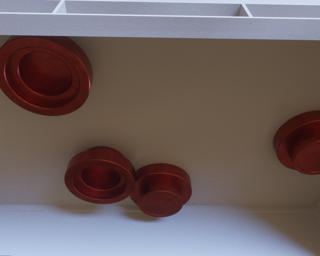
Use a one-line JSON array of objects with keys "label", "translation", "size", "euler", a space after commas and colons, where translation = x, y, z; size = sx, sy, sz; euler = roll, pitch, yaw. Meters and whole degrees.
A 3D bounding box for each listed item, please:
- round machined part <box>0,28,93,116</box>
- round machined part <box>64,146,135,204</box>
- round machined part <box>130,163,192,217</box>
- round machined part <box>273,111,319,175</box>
[{"label": "round machined part", "translation": [-0.123, -0.064, 0.342], "size": [0.099, 0.042, 0.097], "euler": [-1, 130, 0]}, {"label": "round machined part", "translation": [-0.085, 0.065, 0.452], "size": [0.099, 0.042, 0.097], "euler": [-1, 130, 0]}, {"label": "round machined part", "translation": [0.001, 0.104, 0.487], "size": [0.099, 0.042, 0.097], "euler": [-1, 130, 0]}, {"label": "round machined part", "translation": [0.211, 0.027, 0.424], "size": [0.099, 0.042, 0.097], "euler": [-1, 130, 0]}]
